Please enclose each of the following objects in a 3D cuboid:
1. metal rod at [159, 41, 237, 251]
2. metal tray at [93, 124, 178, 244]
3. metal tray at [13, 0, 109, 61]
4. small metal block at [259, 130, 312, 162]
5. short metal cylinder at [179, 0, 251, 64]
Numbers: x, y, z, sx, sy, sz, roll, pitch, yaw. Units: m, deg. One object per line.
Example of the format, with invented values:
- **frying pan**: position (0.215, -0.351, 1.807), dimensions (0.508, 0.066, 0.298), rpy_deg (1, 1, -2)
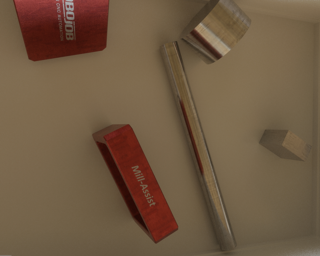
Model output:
- **metal rod**: position (0.055, 0.029, 0.432), dimensions (0.025, 0.025, 0.298), rpy_deg (-20, 97, -19)
- **metal tray**: position (-0.032, 0.060, 0.364), dimensions (0.030, 0.090, 0.129), rpy_deg (-27, 99, -18)
- **metal tray**: position (-0.101, -0.128, 0.319), dimensions (0.091, 0.129, 0.030), rpy_deg (-15, 66, -20)
- **small metal block**: position (0.189, 0.026, 0.469), dimensions (0.050, 0.050, 0.025), rpy_deg (31, 80, -18)
- **short metal cylinder**: position (0.072, -0.131, 0.409), dimensions (0.050, 0.080, 0.080), rpy_deg (40, 77, -16)
